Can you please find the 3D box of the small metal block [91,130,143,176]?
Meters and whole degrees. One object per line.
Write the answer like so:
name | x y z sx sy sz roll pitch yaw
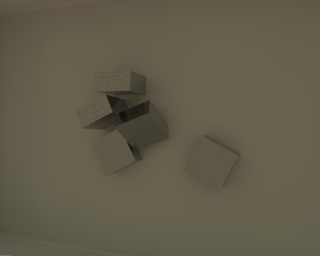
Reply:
small metal block | -0.059 0.032 0.431 0.050 0.025 0.050 -28 81 18

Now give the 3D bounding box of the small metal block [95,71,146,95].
small metal block | -0.052 -0.059 0.415 0.050 0.050 0.025 1 91 20

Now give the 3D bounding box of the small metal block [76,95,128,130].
small metal block | -0.077 -0.020 0.424 0.050 0.050 0.025 -26 79 18

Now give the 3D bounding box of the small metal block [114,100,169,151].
small metal block | -0.023 -0.002 0.403 0.050 0.050 0.025 -22 40 18

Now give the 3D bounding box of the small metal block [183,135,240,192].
small metal block | 0.065 0.043 0.387 0.050 0.025 0.050 30 100 17
